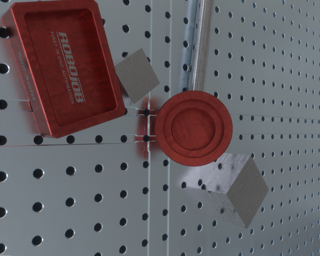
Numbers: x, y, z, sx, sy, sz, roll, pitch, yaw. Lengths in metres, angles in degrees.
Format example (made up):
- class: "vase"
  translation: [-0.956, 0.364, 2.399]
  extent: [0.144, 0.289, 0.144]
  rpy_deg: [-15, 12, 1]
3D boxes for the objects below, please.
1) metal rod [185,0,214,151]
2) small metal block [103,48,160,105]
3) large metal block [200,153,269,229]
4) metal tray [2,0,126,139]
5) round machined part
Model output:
- class: "metal rod"
  translation: [0.060, -0.115, 0.459]
  extent: [0.025, 0.025, 0.298]
  rpy_deg: [12, 83, -40]
- class: "small metal block"
  translation: [-0.035, -0.063, 0.380]
  extent: [0.050, 0.025, 0.050]
  rpy_deg: [-43, 116, -32]
- class: "large metal block"
  translation: [0.121, 0.098, 0.495]
  extent: [0.080, 0.050, 0.080]
  rpy_deg: [-48, 119, -29]
- class: "metal tray"
  translation: [-0.095, -0.063, 0.326]
  extent: [0.091, 0.030, 0.129]
  rpy_deg: [-23, 104, -38]
- class: "round machined part"
  translation: [0.044, 0.002, 0.413]
  extent: [0.099, 0.042, 0.097]
  rpy_deg: [0, 84, 3]
